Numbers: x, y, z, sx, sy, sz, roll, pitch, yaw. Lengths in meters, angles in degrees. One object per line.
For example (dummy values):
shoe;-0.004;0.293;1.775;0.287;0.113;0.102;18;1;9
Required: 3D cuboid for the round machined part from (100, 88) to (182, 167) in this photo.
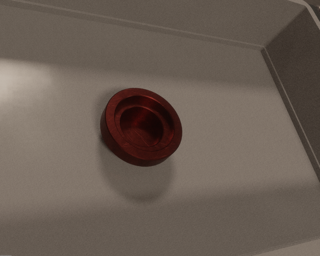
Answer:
round machined part;-0.026;0.002;0.381;0.099;0.042;0.098;14;56;-21
